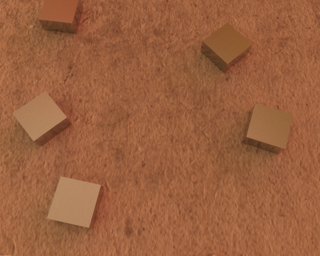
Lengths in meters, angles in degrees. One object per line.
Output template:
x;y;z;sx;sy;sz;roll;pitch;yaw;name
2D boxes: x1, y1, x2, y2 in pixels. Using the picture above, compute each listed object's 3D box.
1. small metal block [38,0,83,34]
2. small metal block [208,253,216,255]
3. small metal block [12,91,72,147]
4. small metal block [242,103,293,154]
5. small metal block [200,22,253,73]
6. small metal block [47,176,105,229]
-0.149;-0.174;0.470;0.050;0.025;0.050;7;70;2;small metal block
0.055;0.177;0.344;0.050;0.025;0.050;-35;74;-12;small metal block
-0.155;-0.012;0.411;0.050;0.025;0.050;-39;75;-13;small metal block
0.141;0.001;0.410;0.050;0.025;0.050;18;71;6;small metal block
0.096;-0.117;0.452;0.050;0.025;0.050;-39;75;-13;small metal block
-0.100;0.090;0.374;0.050;0.025;0.050;11;70;4;small metal block
